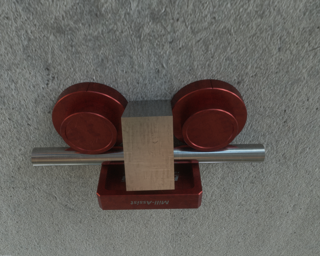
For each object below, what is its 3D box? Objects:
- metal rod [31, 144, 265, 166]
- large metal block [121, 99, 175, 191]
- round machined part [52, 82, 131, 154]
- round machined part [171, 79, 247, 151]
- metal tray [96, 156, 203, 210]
[{"bbox_3d":[-0.015,0.036,0.412,0.302,0.025,0.025,-1,130,0],"label":"metal rod"},{"bbox_3d":[-0.011,0.016,0.350,0.050,0.080,0.079,-2,107,0],"label":"large metal block"},{"bbox_3d":[-0.086,-0.005,0.389,0.099,0.042,0.097,-1,130,0],"label":"round machined part"},{"bbox_3d":[0.060,-0.009,0.390,0.099,0.042,0.097,-1,130,0],"label":"round machined part"},{"bbox_3d":[-0.013,0.064,0.420,0.131,0.090,0.030,-1,130,0],"label":"metal tray"}]
